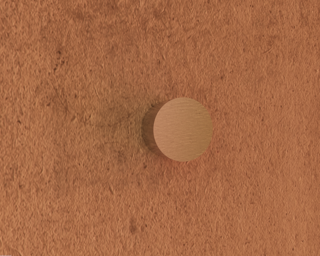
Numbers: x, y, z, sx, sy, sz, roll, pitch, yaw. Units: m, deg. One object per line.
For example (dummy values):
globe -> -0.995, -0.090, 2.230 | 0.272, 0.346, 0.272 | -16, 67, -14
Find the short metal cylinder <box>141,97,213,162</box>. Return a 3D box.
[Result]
short metal cylinder -> 0.021, 0.002, 0.406 | 0.081, 0.050, 0.079 | 0, 90, -21
